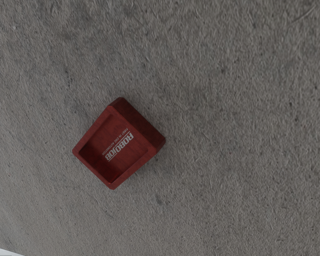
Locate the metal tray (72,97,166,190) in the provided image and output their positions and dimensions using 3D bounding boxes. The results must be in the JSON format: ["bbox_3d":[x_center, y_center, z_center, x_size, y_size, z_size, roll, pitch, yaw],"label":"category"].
[{"bbox_3d":[-0.064,0.027,0.454,0.090,0.030,0.129,44,129,-3],"label":"metal tray"}]
